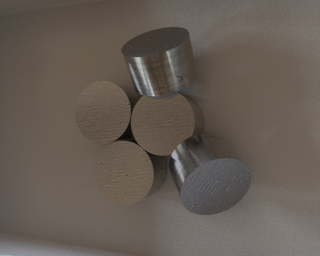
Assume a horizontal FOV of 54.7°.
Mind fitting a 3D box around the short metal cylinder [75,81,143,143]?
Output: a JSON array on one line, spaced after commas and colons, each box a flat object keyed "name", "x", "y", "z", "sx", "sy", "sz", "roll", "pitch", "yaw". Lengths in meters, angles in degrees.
[{"name": "short metal cylinder", "x": -0.065, "y": -0.020, "z": 0.417, "sx": 0.080, "sy": 0.050, "sz": 0.079, "roll": 0, "pitch": 90, "yaw": 19}]

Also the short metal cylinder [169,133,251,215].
[{"name": "short metal cylinder", "x": 0.055, "y": 0.052, "z": 0.354, "sx": 0.081, "sy": 0.050, "sz": 0.079, "roll": -7, "pitch": 122, "yaw": -11}]

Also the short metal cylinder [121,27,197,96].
[{"name": "short metal cylinder", "x": 0.000, "y": -0.081, "z": 0.371, "sx": 0.080, "sy": 0.080, "sz": 0.050, "roll": -3, "pitch": 127, "yaw": 19}]

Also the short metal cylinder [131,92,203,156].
[{"name": "short metal cylinder", "x": 0.011, "y": -0.007, "z": 0.391, "sx": 0.080, "sy": 0.050, "sz": 0.079, "roll": 0, "pitch": 90, "yaw": 19}]

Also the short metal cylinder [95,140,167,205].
[{"name": "short metal cylinder", "x": -0.037, "y": 0.055, "z": 0.407, "sx": 0.080, "sy": 0.050, "sz": 0.079, "roll": 0, "pitch": 90, "yaw": 19}]
